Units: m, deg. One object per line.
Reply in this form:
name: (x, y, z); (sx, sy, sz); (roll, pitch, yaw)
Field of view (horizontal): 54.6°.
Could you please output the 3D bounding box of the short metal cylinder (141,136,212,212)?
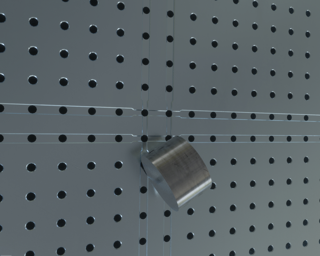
short metal cylinder: (0.020, 0.057, 0.390); (0.050, 0.080, 0.080); (-31, 100, -17)
